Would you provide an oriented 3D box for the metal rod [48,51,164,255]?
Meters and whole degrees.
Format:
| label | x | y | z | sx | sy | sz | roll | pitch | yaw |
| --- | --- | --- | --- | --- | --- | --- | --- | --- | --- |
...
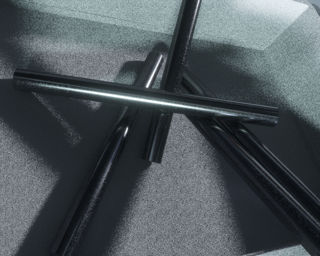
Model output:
| label | x | y | z | sx | sy | sz | roll | pitch | yaw |
| --- | --- | --- | --- | --- | --- | --- | --- | --- | --- |
| metal rod | -0.049 | 0.007 | 0.374 | 0.025 | 0.025 | 0.300 | 29 | 52 | -10 |

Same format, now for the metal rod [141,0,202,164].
| label | x | y | z | sx | sy | sz | roll | pitch | yaw |
| --- | --- | --- | --- | --- | --- | --- | --- | --- | --- |
| metal rod | 0.025 | -0.102 | 0.399 | 0.025 | 0.025 | 0.299 | 17 | 81 | -19 |

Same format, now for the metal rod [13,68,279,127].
| label | x | y | z | sx | sy | sz | roll | pitch | yaw |
| --- | --- | --- | --- | --- | --- | --- | --- | --- | --- |
| metal rod | -0.013 | -0.034 | 0.361 | 0.302 | 0.025 | 0.025 | 8 | 56 | -3 |

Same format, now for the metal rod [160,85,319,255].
| label | x | y | z | sx | sy | sz | roll | pitch | yaw |
| --- | --- | --- | --- | --- | --- | --- | --- | --- | --- |
| metal rod | 0.077 | 0.021 | 0.352 | 0.025 | 0.025 | 0.300 | -4 | 38 | -30 |

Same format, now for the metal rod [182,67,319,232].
| label | x | y | z | sx | sy | sz | roll | pitch | yaw |
| --- | --- | --- | --- | --- | --- | --- | --- | --- | --- |
| metal rod | 0.096 | 0.007 | 0.377 | 0.025 | 0.025 | 0.300 | -4 | 39 | -30 |
